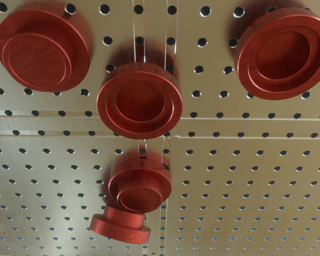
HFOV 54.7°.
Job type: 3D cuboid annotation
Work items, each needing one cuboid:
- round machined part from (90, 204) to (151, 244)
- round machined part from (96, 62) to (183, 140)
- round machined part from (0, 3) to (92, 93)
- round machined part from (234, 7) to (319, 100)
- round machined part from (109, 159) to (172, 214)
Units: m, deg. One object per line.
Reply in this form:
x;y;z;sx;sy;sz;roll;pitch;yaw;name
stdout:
-0.062;0.154;0.510;0.099;0.042;0.098;15;170;3;round machined part
-0.023;-0.035;0.370;0.099;0.042;0.097;-1;130;0;round machined part
-0.126;-0.078;0.332;0.099;0.042;0.097;-1;130;0;round machined part
0.129;-0.081;0.333;0.099;0.042;0.097;-1;130;0;round machined part
-0.031;0.096;0.482;0.099;0.042;0.097;-1;130;0;round machined part
